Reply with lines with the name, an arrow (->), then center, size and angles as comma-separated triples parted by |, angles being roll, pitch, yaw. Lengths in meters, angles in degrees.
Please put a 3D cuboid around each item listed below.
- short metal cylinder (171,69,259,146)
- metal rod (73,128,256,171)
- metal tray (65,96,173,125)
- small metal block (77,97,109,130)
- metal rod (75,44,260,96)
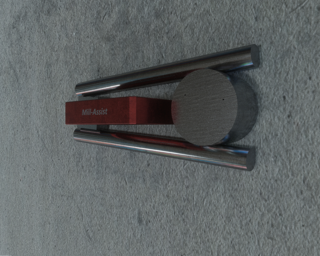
short metal cylinder -> 0.060, -0.022, 0.340 | 0.080, 0.050, 0.079 | 0, 90, 40
metal rod -> -0.019, 0.022, 0.422 | 0.300, 0.025, 0.025 | 6, 94, 39
metal tray -> -0.049, -0.019, 0.403 | 0.130, 0.091, 0.030 | 0, 90, 40
small metal block -> -0.106, -0.024, 0.495 | 0.050, 0.025, 0.050 | 6, 94, 40
metal rod -> -0.015, -0.069, 0.419 | 0.300, 0.025, 0.025 | -3, 88, 40
